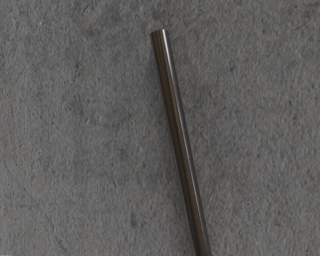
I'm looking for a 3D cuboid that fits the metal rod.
[{"bbox_3d":[0.026,0.021,0.398,0.025,0.025,0.298,-12,86,19],"label":"metal rod"}]
